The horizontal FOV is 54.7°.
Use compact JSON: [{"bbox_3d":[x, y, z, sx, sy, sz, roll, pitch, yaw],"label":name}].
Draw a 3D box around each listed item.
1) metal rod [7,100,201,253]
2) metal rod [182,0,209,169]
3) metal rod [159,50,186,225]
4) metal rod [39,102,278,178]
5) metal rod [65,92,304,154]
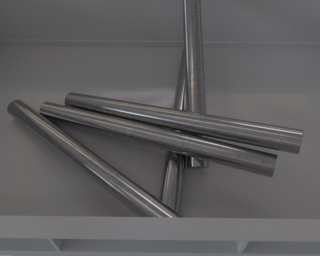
[{"bbox_3d":[-0.084,0.037,0.354,0.300,0.025,0.025,30,56,29],"label":"metal rod"},{"bbox_3d":[0.044,-0.097,0.406,0.025,0.025,0.299,0,75,-1],"label":"metal rod"},{"bbox_3d":[0.027,-0.010,0.413,0.025,0.025,0.300,6,50,5],"label":"metal rod"},{"bbox_3d":[-0.019,0.008,0.371,0.301,0.025,0.025,13,51,21],"label":"metal rod"},{"bbox_3d":[0.007,-0.012,0.371,0.301,0.025,0.025,11,50,26],"label":"metal rod"}]
